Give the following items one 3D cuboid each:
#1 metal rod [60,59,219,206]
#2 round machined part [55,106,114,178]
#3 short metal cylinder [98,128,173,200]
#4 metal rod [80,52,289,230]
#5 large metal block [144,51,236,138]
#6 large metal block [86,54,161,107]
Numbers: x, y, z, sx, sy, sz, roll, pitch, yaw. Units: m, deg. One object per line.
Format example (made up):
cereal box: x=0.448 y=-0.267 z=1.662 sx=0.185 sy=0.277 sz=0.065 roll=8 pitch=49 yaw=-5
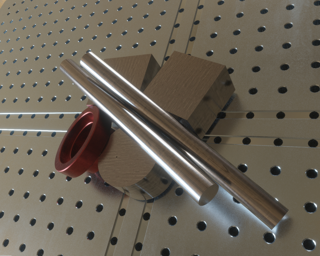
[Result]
metal rod: x=-0.047 y=-0.016 z=0.372 sx=0.025 sy=0.025 sz=0.300 roll=-47 pitch=52 yaw=-4
round machined part: x=-0.094 y=0.022 z=0.414 sx=0.098 sy=0.042 sz=0.098 roll=-35 pitch=36 yaw=31
short metal cylinder: x=-0.027 y=0.041 z=0.375 sx=0.080 sy=0.050 sz=0.080 roll=-13 pitch=56 yaw=21
metal rod: x=0.009 y=-0.002 z=0.352 sx=0.300 sy=0.025 sz=0.025 roll=40 pitch=85 yaw=24
large metal block: x=0.035 y=-0.043 z=0.394 sx=0.080 sy=0.050 sz=0.080 roll=27 pitch=77 yaw=37
large metal block: x=-0.046 y=-0.054 z=0.441 sx=0.080 sy=0.050 sz=0.080 roll=1 pitch=62 yaw=28
